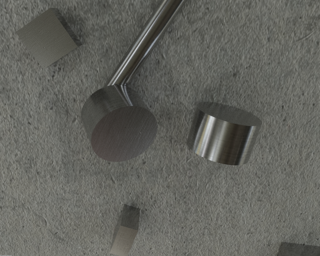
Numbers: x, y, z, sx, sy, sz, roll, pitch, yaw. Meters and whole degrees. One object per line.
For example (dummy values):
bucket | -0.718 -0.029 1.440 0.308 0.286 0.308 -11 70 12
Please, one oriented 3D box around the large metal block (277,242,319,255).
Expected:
large metal block | 0.228 0.232 0.486 0.081 0.050 0.079 8 110 -4

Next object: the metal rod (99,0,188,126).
metal rod | 0.000 -0.125 0.363 0.025 0.025 0.299 34 106 -12

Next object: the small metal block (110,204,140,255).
small metal block | -0.050 0.149 0.451 0.025 0.050 0.050 19 109 -7

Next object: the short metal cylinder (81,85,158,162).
short metal cylinder | -0.050 -0.005 0.376 0.081 0.050 0.079 -15 131 -18

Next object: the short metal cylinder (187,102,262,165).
short metal cylinder | 0.078 0.005 0.383 0.081 0.080 0.050 12 110 -5

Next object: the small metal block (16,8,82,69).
small metal block | -0.131 -0.106 0.369 0.050 0.025 0.050 -30 108 10
